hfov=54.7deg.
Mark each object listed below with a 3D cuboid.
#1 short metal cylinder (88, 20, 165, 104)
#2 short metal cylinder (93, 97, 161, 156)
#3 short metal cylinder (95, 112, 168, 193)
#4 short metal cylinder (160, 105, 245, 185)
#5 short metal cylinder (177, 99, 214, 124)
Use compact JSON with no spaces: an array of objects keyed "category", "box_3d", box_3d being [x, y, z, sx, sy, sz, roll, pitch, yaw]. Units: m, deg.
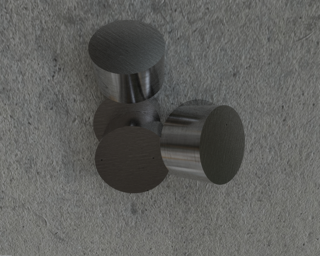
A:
[{"category":"short metal cylinder","box_3d":[-0.035,-0.074,0.347,0.081,0.080,0.050,0,149,-1]},{"category":"short metal cylinder","box_3d":[-0.039,-0.011,0.393,0.081,0.050,0.079,0,110,-1]},{"category":"short metal cylinder","box_3d":[-0.029,0.027,0.353,0.081,0.050,0.079,0,110,-1]},{"category":"short metal cylinder","box_3d":[0.047,0.016,0.327,0.050,0.081,0.080,3,118,45]},{"category":"short metal cylinder","box_3d":[0.051,0.008,0.401,0.081,0.050,0.079,0,110,-1]}]
